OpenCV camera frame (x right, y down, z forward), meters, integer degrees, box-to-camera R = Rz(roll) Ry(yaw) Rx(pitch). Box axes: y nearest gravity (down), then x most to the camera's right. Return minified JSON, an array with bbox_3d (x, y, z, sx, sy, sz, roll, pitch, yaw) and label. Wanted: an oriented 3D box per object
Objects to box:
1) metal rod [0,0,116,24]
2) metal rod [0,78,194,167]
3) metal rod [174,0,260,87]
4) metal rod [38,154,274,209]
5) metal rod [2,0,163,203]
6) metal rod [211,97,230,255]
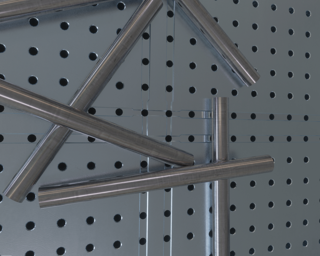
[{"bbox_3d":[-0.137,-0.143,0.356,0.302,0.025,0.025,-19,97,-17],"label":"metal rod"},{"bbox_3d":[-0.084,-0.005,0.356,0.302,0.025,0.025,23,83,-28],"label":"metal rod"},{"bbox_3d":[0.037,-0.174,0.425,0.300,0.025,0.025,46,76,-14],"label":"metal rod"},{"bbox_3d":[0.006,0.065,0.397,0.302,0.025,0.025,-6,92,-14],"label":"metal rod"},{"bbox_3d":[-0.087,-0.045,0.380,0.025,0.025,0.300,36,78,-17],"label":"metal rod"},{"bbox_3d":[0.087,0.106,0.444,0.025,0.025,0.298,-1,90,-20],"label":"metal rod"}]
